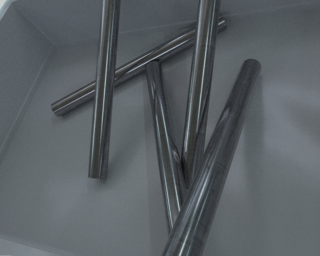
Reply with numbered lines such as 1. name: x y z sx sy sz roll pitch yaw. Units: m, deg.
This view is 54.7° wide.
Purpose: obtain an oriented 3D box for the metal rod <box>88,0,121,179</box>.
1. metal rod: -0.072 -0.083 0.417 0.025 0.025 0.298 3 88 29

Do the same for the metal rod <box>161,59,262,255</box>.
1. metal rod: 0.059 0.013 0.288 0.025 0.025 0.301 0 37 28

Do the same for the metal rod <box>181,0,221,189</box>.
1. metal rod: 0.049 -0.081 0.352 0.025 0.025 0.298 6 89 31

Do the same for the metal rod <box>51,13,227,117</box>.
1. metal rod: -0.040 -0.094 0.484 0.300 0.025 0.025 -26 53 12

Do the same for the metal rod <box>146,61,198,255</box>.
1. metal rod: 0.007 0.017 0.363 0.025 0.025 0.300 -23 44 14
